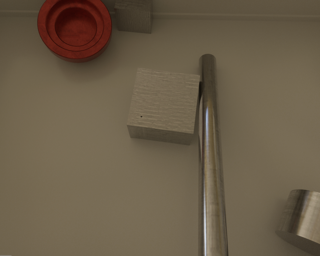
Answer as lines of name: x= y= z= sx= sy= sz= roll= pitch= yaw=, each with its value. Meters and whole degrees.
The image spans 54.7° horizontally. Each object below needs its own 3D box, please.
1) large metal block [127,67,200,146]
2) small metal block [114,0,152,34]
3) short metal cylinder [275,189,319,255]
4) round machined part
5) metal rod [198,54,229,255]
large metal block: x=0.006 y=-0.027 z=0.406 sx=0.080 sy=0.050 sz=0.080 roll=8 pitch=70 yaw=2
small metal block: x=-0.037 y=-0.167 z=0.457 sx=0.050 sy=0.050 sz=0.025 roll=6 pitch=70 yaw=2
short metal cylinder: x=0.177 y=0.110 z=0.343 sx=0.080 sy=0.080 sz=0.050 roll=26 pitch=72 yaw=9
round machined part: x=-0.118 y=-0.140 z=0.441 sx=0.099 sy=0.042 sz=0.097 roll=1 pitch=87 yaw=-9
metal rod: x=0.056 y=0.012 z=0.345 sx=0.025 sy=0.025 sz=0.300 roll=5 pitch=47 yaw=2
